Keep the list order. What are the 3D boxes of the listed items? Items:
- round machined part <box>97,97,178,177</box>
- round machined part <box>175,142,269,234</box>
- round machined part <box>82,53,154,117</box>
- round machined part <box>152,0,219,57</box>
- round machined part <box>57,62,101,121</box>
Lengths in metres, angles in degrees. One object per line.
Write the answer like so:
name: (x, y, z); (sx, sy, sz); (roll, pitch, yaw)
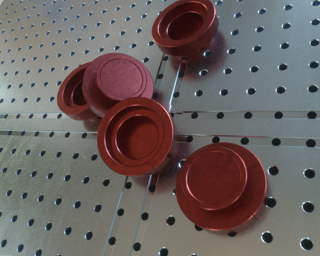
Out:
round machined part: (-0.025, 0.013, 0.390); (0.098, 0.042, 0.098); (-4, 75, 17)
round machined part: (0.062, 0.058, 0.328); (0.098, 0.042, 0.098); (-13, 56, 20)
round machined part: (-0.056, -0.061, 0.428); (0.099, 0.042, 0.098); (5, 72, -15)
round machined part: (0.041, -0.145, 0.464); (0.098, 0.042, 0.098); (-13, 56, 20)
round machined part: (-0.107, -0.053, 0.484); (0.098, 0.042, 0.098); (-13, 56, 20)
